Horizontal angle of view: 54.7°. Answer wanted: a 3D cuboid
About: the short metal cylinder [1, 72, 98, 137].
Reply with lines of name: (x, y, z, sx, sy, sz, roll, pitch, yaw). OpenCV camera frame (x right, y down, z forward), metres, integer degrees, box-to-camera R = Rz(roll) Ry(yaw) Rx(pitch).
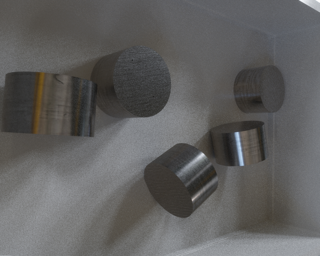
short metal cylinder: (-0.101, -0.019, 0.287, 0.081, 0.080, 0.050, 5, 87, -40)

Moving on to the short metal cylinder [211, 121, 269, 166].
short metal cylinder: (0.122, 0.022, 0.476, 0.081, 0.080, 0.050, -18, 102, -39)

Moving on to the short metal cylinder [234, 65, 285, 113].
short metal cylinder: (0.174, -0.066, 0.539, 0.081, 0.050, 0.079, 0, 90, -40)

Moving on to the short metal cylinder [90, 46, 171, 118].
short metal cylinder: (-0.034, -0.052, 0.364, 0.081, 0.050, 0.079, 0, 90, -40)

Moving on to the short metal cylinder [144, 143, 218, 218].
short metal cylinder: (0.026, 0.066, 0.395, 0.050, 0.080, 0.080, -34, 111, -35)
